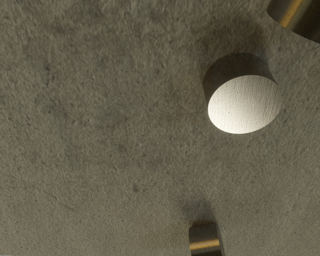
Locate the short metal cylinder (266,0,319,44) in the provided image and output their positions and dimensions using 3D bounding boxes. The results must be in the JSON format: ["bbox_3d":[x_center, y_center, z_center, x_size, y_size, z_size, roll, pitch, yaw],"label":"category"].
[{"bbox_3d":[0.145,-0.114,0.276,0.081,0.080,0.050,13,129,-11],"label":"short metal cylinder"}]

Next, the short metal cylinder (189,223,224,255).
[{"bbox_3d":[0.086,0.215,0.556,0.050,0.080,0.080,-13,129,11],"label":"short metal cylinder"}]

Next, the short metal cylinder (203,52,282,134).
[{"bbox_3d":[0.093,-0.040,0.359,0.081,0.050,0.079,0,130,0],"label":"short metal cylinder"}]
